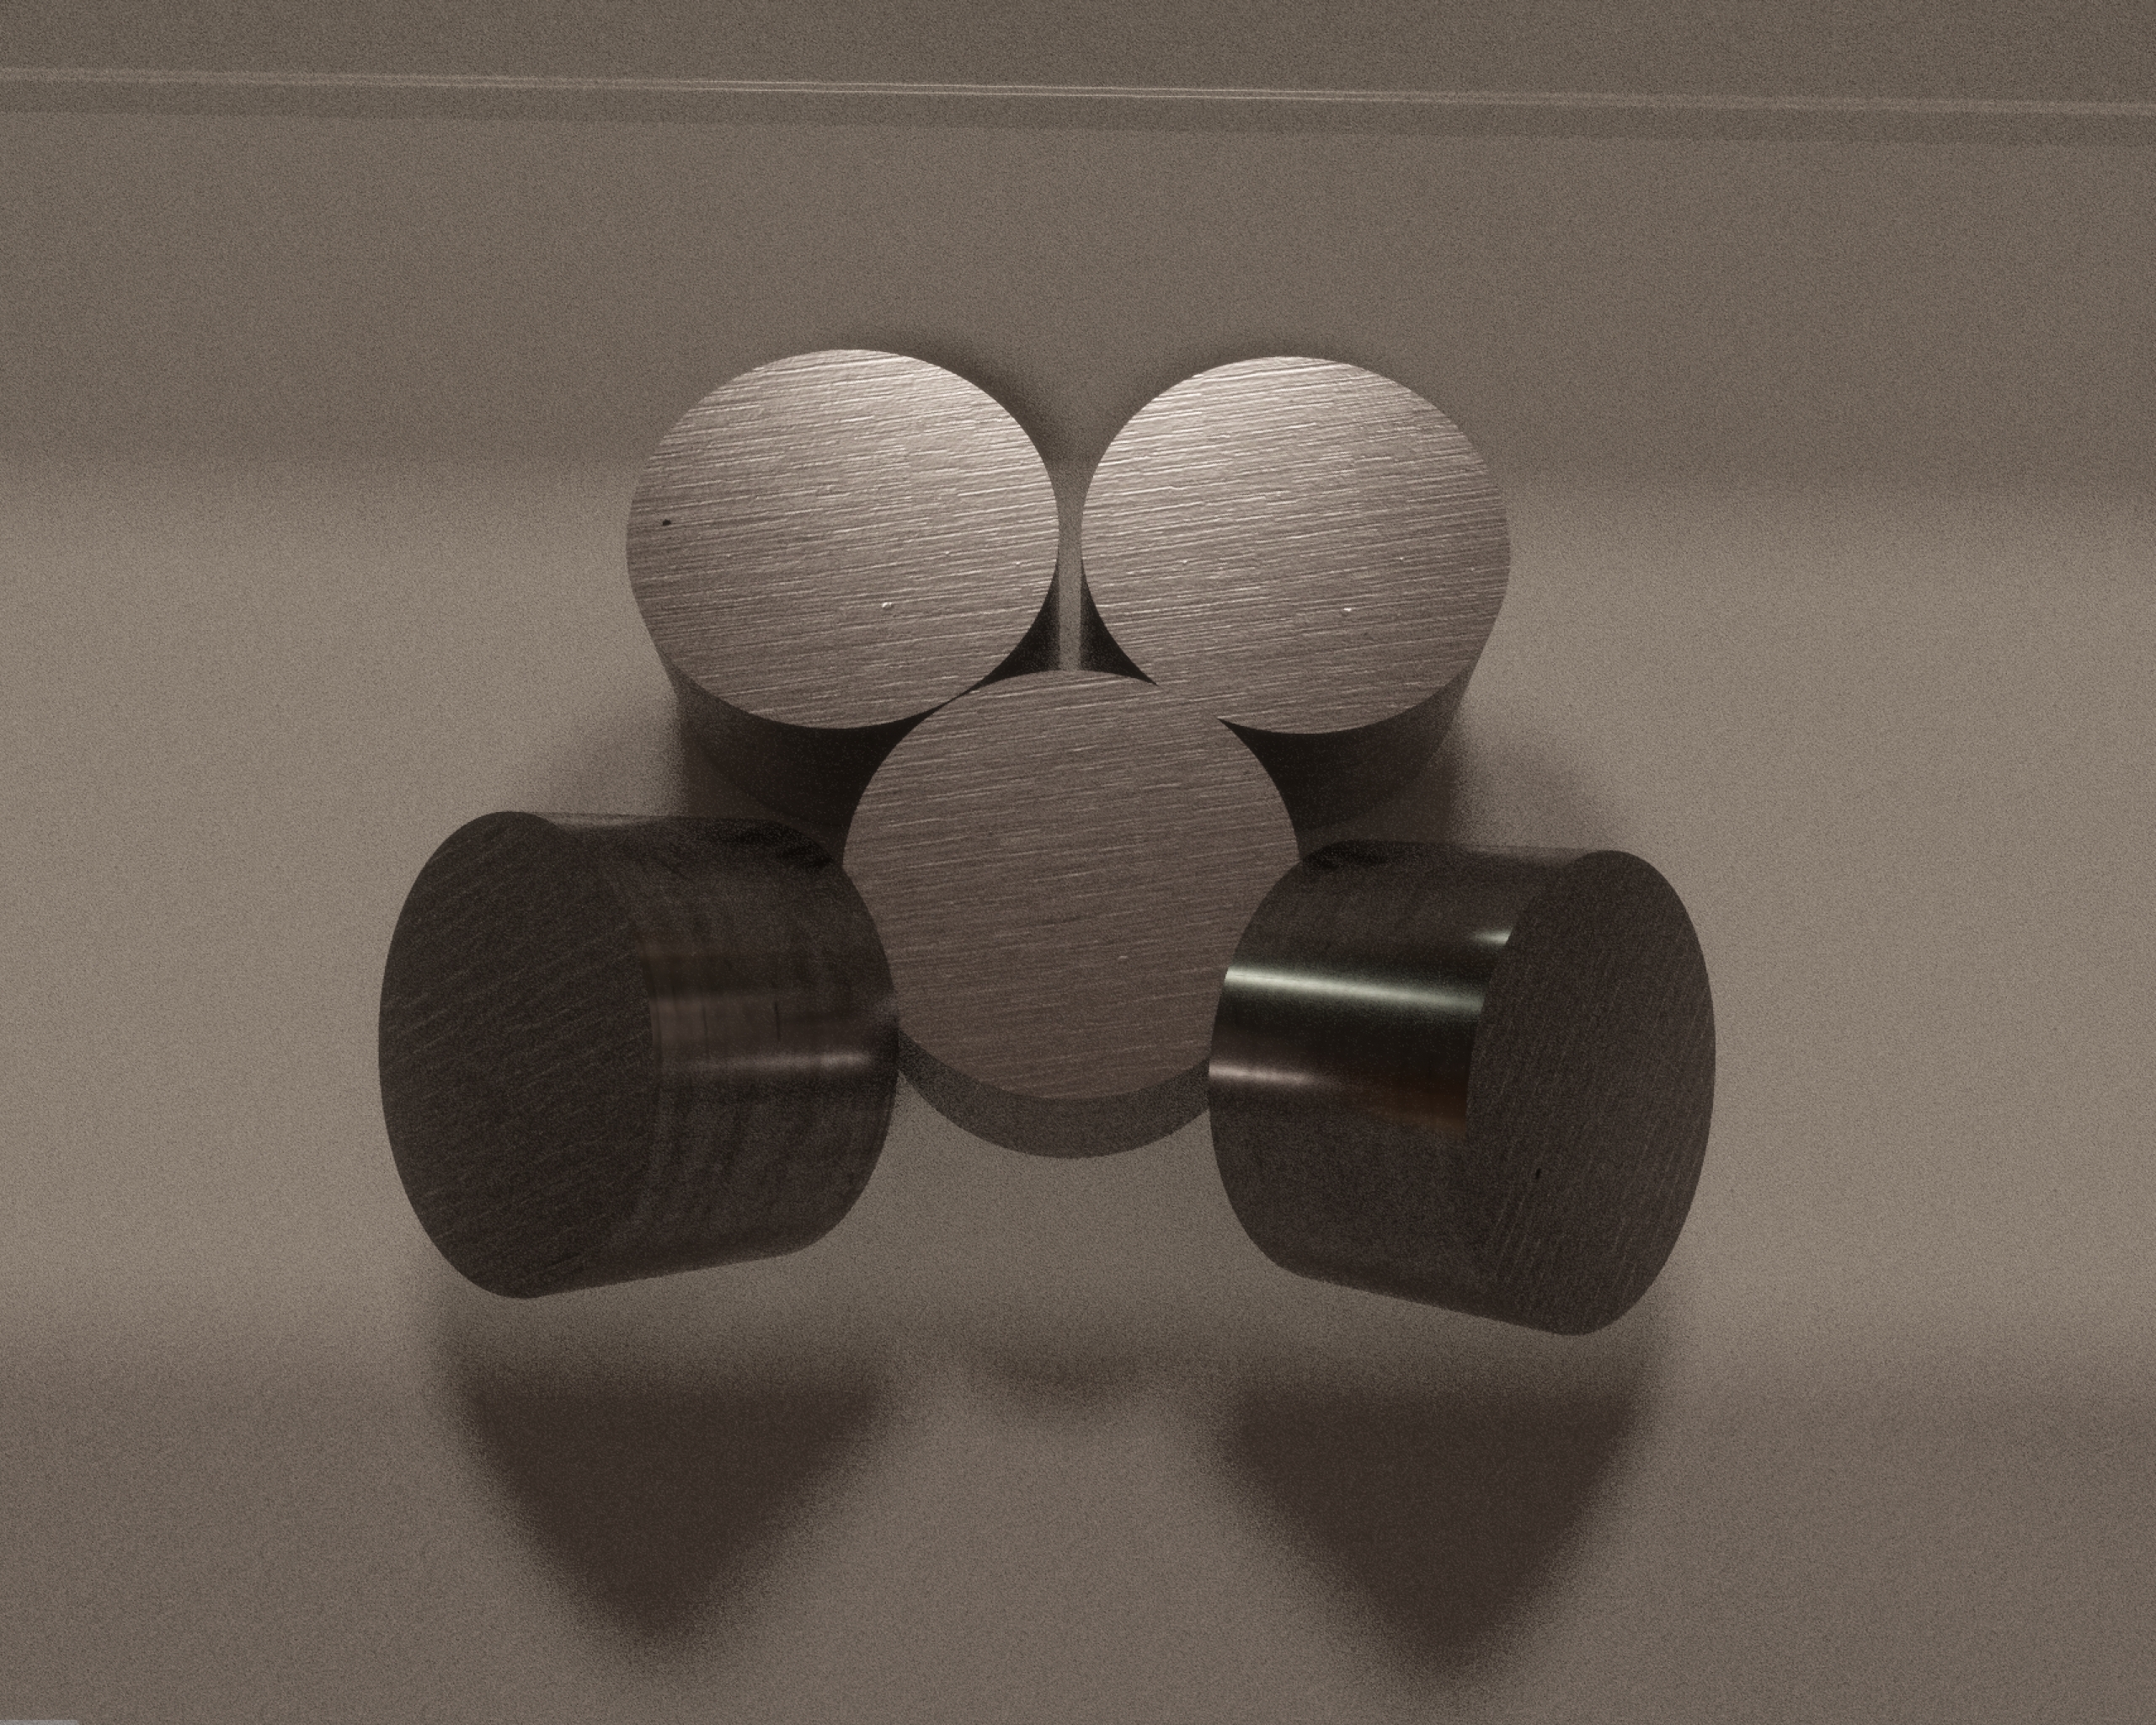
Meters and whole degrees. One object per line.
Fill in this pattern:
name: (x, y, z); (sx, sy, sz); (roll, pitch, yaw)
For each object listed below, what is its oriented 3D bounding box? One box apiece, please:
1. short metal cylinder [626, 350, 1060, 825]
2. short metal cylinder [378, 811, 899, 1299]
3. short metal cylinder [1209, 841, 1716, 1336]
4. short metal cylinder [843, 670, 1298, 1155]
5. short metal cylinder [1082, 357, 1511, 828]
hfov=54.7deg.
short metal cylinder: (-0.044, -0.053, 0.413); (0.081, 0.050, 0.080); (0, 70, 0)
short metal cylinder: (-0.077, 0.032, 0.360); (0.050, 0.080, 0.080); (1, 62, -48)
short metal cylinder: (0.068, 0.037, 0.359); (0.050, 0.080, 0.080); (3, 64, 43)
short metal cylinder: (-0.001, 0.011, 0.389); (0.081, 0.050, 0.080); (0, 70, 0)
short metal cylinder: (0.041, -0.052, 0.415); (0.081, 0.050, 0.080); (0, 70, 0)
